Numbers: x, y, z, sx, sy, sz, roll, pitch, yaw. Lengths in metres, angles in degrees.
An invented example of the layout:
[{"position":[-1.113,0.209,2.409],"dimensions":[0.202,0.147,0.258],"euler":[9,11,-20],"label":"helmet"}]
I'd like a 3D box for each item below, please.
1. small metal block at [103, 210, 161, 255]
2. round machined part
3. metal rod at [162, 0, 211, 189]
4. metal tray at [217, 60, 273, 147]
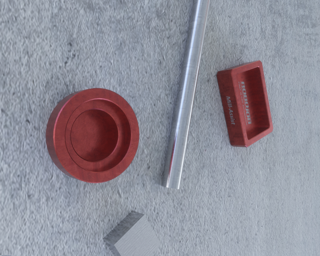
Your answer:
[{"position":[-0.033,0.139,0.379],"dimensions":[0.050,0.025,0.050],"euler":[-39,114,-33],"label":"small metal block"},{"position":[-0.074,0.008,0.333],"dimensions":[0.099,0.042,0.097],"euler":[0,90,-40],"label":"round machined part"},{"position":[0.040,-0.065,0.440],"dimensions":[0.025,0.025,0.299],"euler":[17,79,-39],"label":"metal rod"},{"position":[0.147,-0.042,0.527],"dimensions":[0.091,0.030,0.129],"euler":[-23,105,-38],"label":"metal tray"}]
